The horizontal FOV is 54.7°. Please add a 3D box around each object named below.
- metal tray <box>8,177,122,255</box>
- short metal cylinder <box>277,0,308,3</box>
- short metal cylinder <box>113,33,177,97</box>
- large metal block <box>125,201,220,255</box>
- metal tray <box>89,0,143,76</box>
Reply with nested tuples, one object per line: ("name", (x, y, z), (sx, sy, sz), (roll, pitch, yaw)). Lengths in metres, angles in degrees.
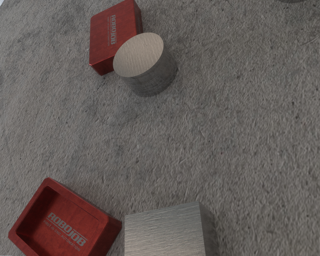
("metal tray", (-0.121, 0.127, 0.386), (0.130, 0.030, 0.090), (20, 72, 35))
("short metal cylinder", (0.189, -0.219, 0.423), (0.080, 0.050, 0.080), (-13, 56, 21))
("short metal cylinder", (-0.021, -0.093, 0.456), (0.080, 0.050, 0.080), (-13, 56, 21))
("large metal block", (0.013, 0.125, 0.304), (0.080, 0.050, 0.080), (-16, 55, 19))
("metal tray", (-0.076, -0.161, 0.539), (0.090, 0.030, 0.130), (-19, 54, 17))
